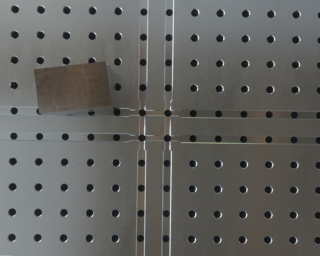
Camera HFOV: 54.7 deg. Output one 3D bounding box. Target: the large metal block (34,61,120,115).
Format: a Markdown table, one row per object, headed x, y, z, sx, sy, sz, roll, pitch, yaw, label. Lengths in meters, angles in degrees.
| x | y | z | sx | sy | sz | roll | pitch | yaw | label |
| --- | --- | --- | --- | --- | --- | --- | --- | --- | --- |
| -0.098 | -0.045 | 0.385 | 0.081 | 0.080 | 0.050 | -7 | 90 | 0 | large metal block |
